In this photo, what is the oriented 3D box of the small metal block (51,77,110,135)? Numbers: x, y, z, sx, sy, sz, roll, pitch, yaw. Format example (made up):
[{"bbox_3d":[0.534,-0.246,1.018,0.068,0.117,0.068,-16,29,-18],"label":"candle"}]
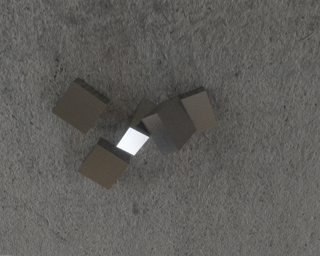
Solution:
[{"bbox_3d":[-0.101,-0.028,0.398,0.050,0.025,0.050,36,106,-13],"label":"small metal block"}]

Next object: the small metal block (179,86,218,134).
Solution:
[{"bbox_3d":[0.042,-0.020,0.403,0.050,0.025,0.050,-20,109,7],"label":"small metal block"}]

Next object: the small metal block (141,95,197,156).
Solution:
[{"bbox_3d":[0.012,-0.004,0.366,0.025,0.050,0.050,-20,106,40],"label":"small metal block"}]

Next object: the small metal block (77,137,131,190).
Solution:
[{"bbox_3d":[-0.076,0.049,0.427,0.050,0.025,0.050,35,106,-12],"label":"small metal block"}]

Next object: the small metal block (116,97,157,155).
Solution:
[{"bbox_3d":[-0.026,-0.002,0.385,0.025,0.050,0.050,28,142,-10],"label":"small metal block"}]
